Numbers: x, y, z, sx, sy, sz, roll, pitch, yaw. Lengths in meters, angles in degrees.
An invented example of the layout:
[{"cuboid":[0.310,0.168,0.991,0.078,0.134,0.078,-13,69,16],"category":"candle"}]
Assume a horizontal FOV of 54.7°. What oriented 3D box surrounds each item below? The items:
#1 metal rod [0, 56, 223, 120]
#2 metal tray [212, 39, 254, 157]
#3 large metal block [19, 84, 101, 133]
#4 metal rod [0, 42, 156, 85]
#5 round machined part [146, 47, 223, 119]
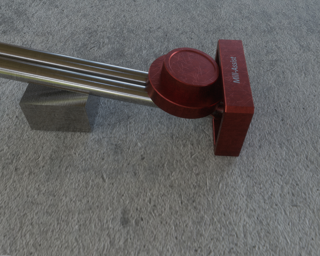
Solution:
[{"cuboid":[-0.066,-0.050,0.387,0.302,0.025,0.025,10,50,-8],"category":"metal rod"},{"cuboid":[0.087,-0.040,0.396,0.030,0.089,0.130,3,50,2],"category":"metal tray"},{"cuboid":[-0.128,-0.042,0.417,0.080,0.050,0.080,3,50,2],"category":"large metal block"},{"cuboid":[-0.064,-0.070,0.404,0.302,0.025,0.025,10,50,-9],"category":"metal rod"},{"cuboid":[0.035,-0.062,0.383,0.099,0.042,0.098,7,52,-9],"category":"round machined part"}]
